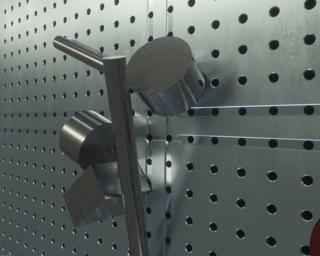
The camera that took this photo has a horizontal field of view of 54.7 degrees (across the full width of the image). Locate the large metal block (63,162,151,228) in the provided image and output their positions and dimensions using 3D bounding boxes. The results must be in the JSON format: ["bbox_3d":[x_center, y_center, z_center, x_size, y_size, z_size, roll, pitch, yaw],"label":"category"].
[{"bbox_3d":[-0.075,0.090,0.434,0.080,0.081,0.050,-45,62,31],"label":"large metal block"}]

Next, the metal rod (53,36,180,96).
[{"bbox_3d":[-0.076,-0.093,0.472,0.300,0.025,0.025,30,109,36],"label":"metal rod"}]

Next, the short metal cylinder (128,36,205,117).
[{"bbox_3d":[0.007,-0.060,0.365,0.080,0.050,0.080,-12,58,19],"label":"short metal cylinder"}]

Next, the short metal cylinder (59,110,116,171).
[{"bbox_3d":[-0.098,0.020,0.455,0.050,0.081,0.079,28,108,36],"label":"short metal cylinder"}]

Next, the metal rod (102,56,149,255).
[{"bbox_3d":[-0.037,0.064,0.381,0.025,0.025,0.298,12,116,39],"label":"metal rod"}]

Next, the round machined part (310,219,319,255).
[{"bbox_3d":[0.179,0.102,0.250,0.098,0.042,0.097,0,90,40],"label":"round machined part"}]
